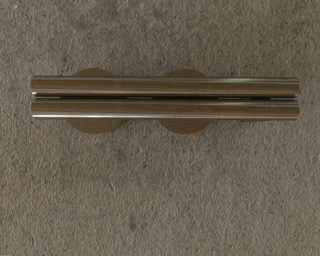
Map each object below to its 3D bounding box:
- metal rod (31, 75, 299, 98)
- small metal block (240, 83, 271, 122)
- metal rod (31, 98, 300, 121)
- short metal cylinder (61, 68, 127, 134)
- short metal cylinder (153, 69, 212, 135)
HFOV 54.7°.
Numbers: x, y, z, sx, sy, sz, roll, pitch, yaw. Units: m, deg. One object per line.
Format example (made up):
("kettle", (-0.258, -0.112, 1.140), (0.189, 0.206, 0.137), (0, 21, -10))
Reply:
("metal rod", (0.006, -0.048, 0.360), (0.302, 0.025, 0.025), (0, 90, -1))
("small metal block", (0.122, -0.033, 0.401), (0.025, 0.050, 0.050), (-2, 90, 0))
("metal rod", (0.007, -0.022, 0.360), (0.302, 0.025, 0.025), (0, 90, -1))
("short metal cylinder", (-0.080, -0.033, 0.397), (0.081, 0.050, 0.080), (0, 90, 0))
("short metal cylinder", (0.031, -0.032, 0.399), (0.081, 0.050, 0.080), (0, 90, 0))
